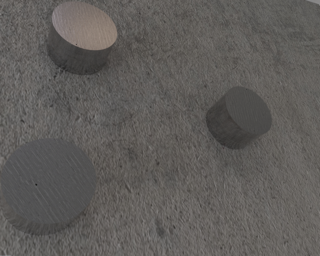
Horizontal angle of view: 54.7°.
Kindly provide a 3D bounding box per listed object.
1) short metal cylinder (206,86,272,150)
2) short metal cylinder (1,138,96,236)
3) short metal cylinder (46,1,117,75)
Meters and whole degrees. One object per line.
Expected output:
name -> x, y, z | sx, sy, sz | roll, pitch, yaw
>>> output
short metal cylinder -> 0.116, -0.015, 0.459 | 0.081, 0.050, 0.080 | 14, 56, -21
short metal cylinder -> -0.107, 0.056, 0.296 | 0.081, 0.050, 0.080 | 14, 56, -21
short metal cylinder -> -0.102, -0.116, 0.403 | 0.081, 0.050, 0.080 | 14, 56, -21
